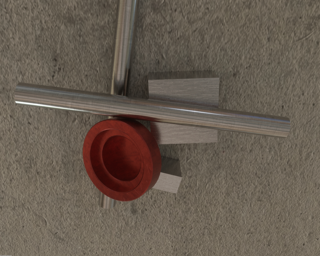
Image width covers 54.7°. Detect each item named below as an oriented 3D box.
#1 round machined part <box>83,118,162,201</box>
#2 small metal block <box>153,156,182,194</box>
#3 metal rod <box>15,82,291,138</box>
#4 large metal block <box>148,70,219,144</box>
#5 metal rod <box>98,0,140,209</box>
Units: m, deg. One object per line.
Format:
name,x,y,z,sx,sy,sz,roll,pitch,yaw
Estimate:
round machined part,-0.041,0.034,0.371,0.098,0.042,0.097,7,105,28
small metal block,0.000,0.059,0.418,0.050,0.050,0.025,14,110,-6
metal rod,-0.005,-0.019,0.349,0.302,0.025,0.025,7,110,-3
large metal block,0.028,-0.027,0.387,0.081,0.050,0.079,-2,110,0
metal rod,-0.055,-0.029,0.398,0.025,0.025,0.298,8,110,-3
